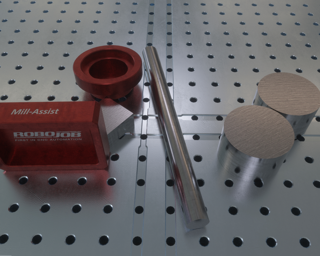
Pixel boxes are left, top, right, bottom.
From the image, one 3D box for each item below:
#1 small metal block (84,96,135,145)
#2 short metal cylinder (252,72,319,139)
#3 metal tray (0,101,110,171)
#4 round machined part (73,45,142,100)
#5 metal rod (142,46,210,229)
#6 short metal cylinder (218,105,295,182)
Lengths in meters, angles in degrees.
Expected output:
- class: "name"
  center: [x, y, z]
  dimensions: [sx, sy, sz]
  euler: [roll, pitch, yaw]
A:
- class: "small metal block"
  center: [-0.070, -0.009, 0.415]
  dimensions: [0.050, 0.025, 0.050]
  euler: [33, 57, 24]
- class: "short metal cylinder"
  center: [0.167, -0.030, 0.418]
  dimensions: [0.081, 0.050, 0.080]
  euler: [0, 50, 0]
- class: "metal tray"
  center: [-0.129, 0.012, 0.354]
  dimensions: [0.131, 0.089, 0.030]
  euler: [-1, 50, -1]
- class: "round machined part"
  center: [-0.075, -0.079, 0.459]
  dimensions: [0.099, 0.042, 0.098]
  euler: [0, 46, 0]
- class: "metal rod"
  center: [0.011, -0.012, 0.417]
  dimensions: [0.025, 0.025, 0.300]
  euler: [-8, 51, -7]
- class: "short metal cylinder"
  center: [0.114, 0.018, 0.377]
  dimensions: [0.081, 0.050, 0.080]
  euler: [0, 50, 0]
